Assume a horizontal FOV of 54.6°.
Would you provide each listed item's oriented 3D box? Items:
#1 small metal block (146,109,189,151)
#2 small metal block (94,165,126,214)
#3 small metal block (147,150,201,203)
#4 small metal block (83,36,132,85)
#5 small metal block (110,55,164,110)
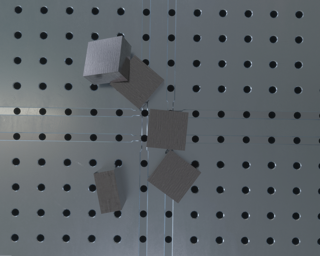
[{"bbox_3d":[0.010,0.002,0.413,0.050,0.025,0.050,6,90,0],"label":"small metal block"},{"bbox_3d":[-0.063,0.077,0.401,0.025,0.050,0.050,-11,90,0],"label":"small metal block"},{"bbox_3d":[0.018,0.063,0.414,0.050,0.025,0.050,37,90,0],"label":"small metal block"},{"bbox_3d":[-0.067,-0.086,0.397,0.050,0.025,0.050,-4,70,21],"label":"small metal block"},{"bbox_3d":[-0.030,-0.060,0.413,0.050,0.025,0.050,40,90,0],"label":"small metal block"}]
